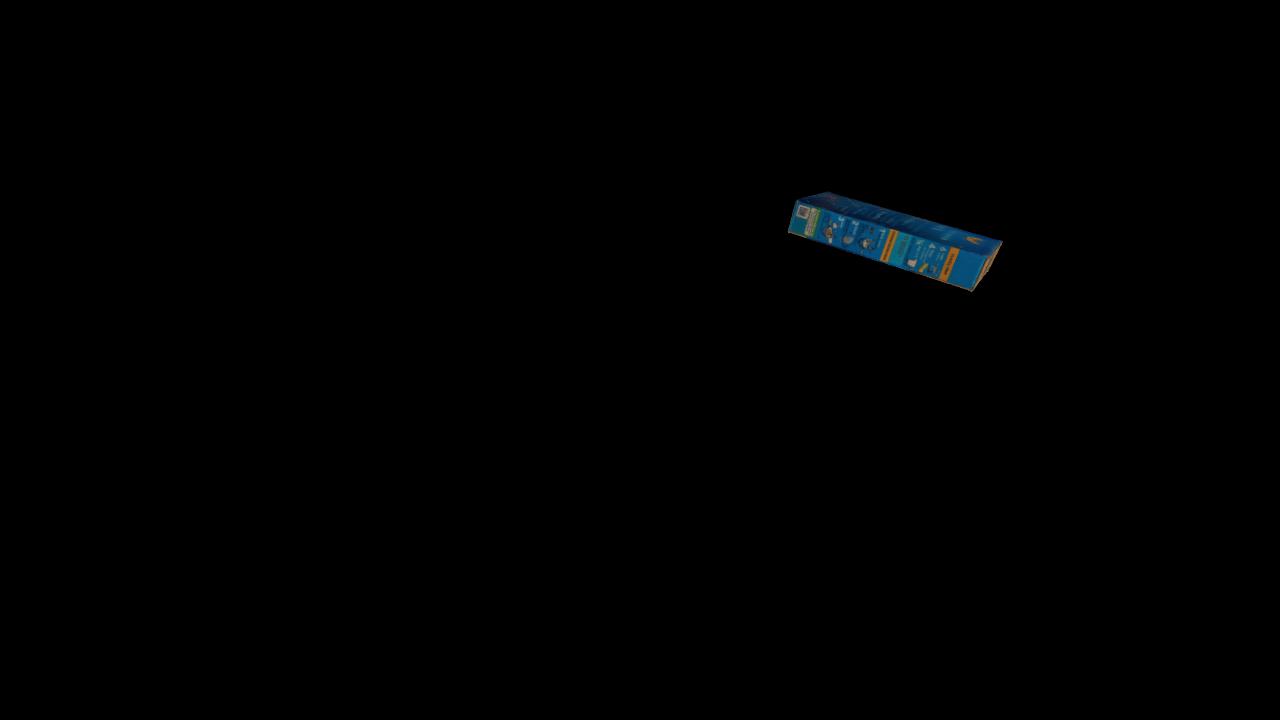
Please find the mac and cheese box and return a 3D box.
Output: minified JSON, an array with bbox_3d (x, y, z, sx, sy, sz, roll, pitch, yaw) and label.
[{"bbox_3d":[0.254,-0.124,0.619,0.184,0.041,0.093,26,31,27],"label":"mac and cheese box"}]
